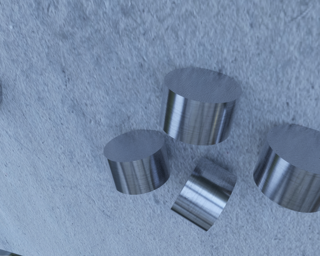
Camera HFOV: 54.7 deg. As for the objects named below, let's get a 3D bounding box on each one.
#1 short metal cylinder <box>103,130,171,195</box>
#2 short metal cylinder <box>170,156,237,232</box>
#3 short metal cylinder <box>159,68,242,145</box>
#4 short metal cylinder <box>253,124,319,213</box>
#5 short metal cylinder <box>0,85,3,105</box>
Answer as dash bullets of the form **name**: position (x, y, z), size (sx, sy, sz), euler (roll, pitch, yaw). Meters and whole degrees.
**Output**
- **short metal cylinder**: position (-0.029, 0.043, 0.412), size (0.080, 0.080, 0.050), euler (3, 120, 26)
- **short metal cylinder**: position (0.055, 0.082, 0.392), size (0.050, 0.080, 0.079), euler (30, 128, 8)
- **short metal cylinder**: position (0.042, -0.025, 0.333), size (0.080, 0.080, 0.050), euler (19, 126, 17)
- **short metal cylinder**: position (0.144, 0.039, 0.320), size (0.080, 0.080, 0.050), euler (19, 126, 16)
- **short metal cylinder**: position (-0.305, -0.051, 0.497), size (0.050, 0.080, 0.079), euler (27, 128, 11)
